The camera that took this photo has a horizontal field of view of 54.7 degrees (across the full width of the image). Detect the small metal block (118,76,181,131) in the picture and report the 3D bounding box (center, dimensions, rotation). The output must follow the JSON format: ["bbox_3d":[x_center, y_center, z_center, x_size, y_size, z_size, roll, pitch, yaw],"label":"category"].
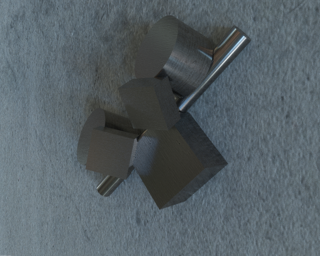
[{"bbox_3d":[-0.011,-0.026,0.332,0.050,0.025,0.050,3,123,39],"label":"small metal block"}]

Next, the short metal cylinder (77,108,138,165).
[{"bbox_3d":[-0.074,0.018,0.431,0.080,0.050,0.080,-32,47,43],"label":"short metal cylinder"}]

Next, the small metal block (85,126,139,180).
[{"bbox_3d":[-0.057,0.029,0.370,0.050,0.025,0.050,14,101,6],"label":"small metal block"}]

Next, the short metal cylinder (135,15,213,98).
[{"bbox_3d":[0.014,-0.081,0.358,0.080,0.050,0.080,-32,47,43],"label":"short metal cylinder"}]

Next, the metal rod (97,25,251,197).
[{"bbox_3d":[0.002,-0.004,0.403,0.299,0.025,0.025,-48,62,28],"label":"metal rod"}]

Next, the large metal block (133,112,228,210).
[{"bbox_3d":[0.018,0.037,0.371,0.080,0.050,0.080,-49,62,29],"label":"large metal block"}]
